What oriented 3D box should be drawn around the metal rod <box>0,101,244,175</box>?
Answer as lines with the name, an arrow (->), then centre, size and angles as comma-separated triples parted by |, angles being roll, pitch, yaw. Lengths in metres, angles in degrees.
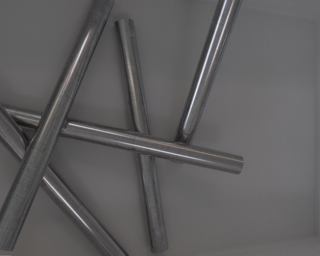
metal rod -> -0.042, 0.014, 0.371 | 0.302, 0.025, 0.025 | 13, 86, -11

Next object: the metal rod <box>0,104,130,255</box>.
metal rod -> -0.128, 0.051, 0.345 | 0.025, 0.025, 0.299 | -39, 109, -16

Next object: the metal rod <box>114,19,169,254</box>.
metal rod -> -0.023, 0.013, 0.401 | 0.025, 0.025, 0.298 | -10, 93, -20

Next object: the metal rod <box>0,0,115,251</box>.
metal rod -> -0.109, -0.025, 0.336 | 0.025, 0.025, 0.299 | 23, 70, -19

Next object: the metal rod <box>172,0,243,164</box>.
metal rod -> 0.062, -0.088, 0.360 | 0.025, 0.025, 0.298 | 7, 116, -20
